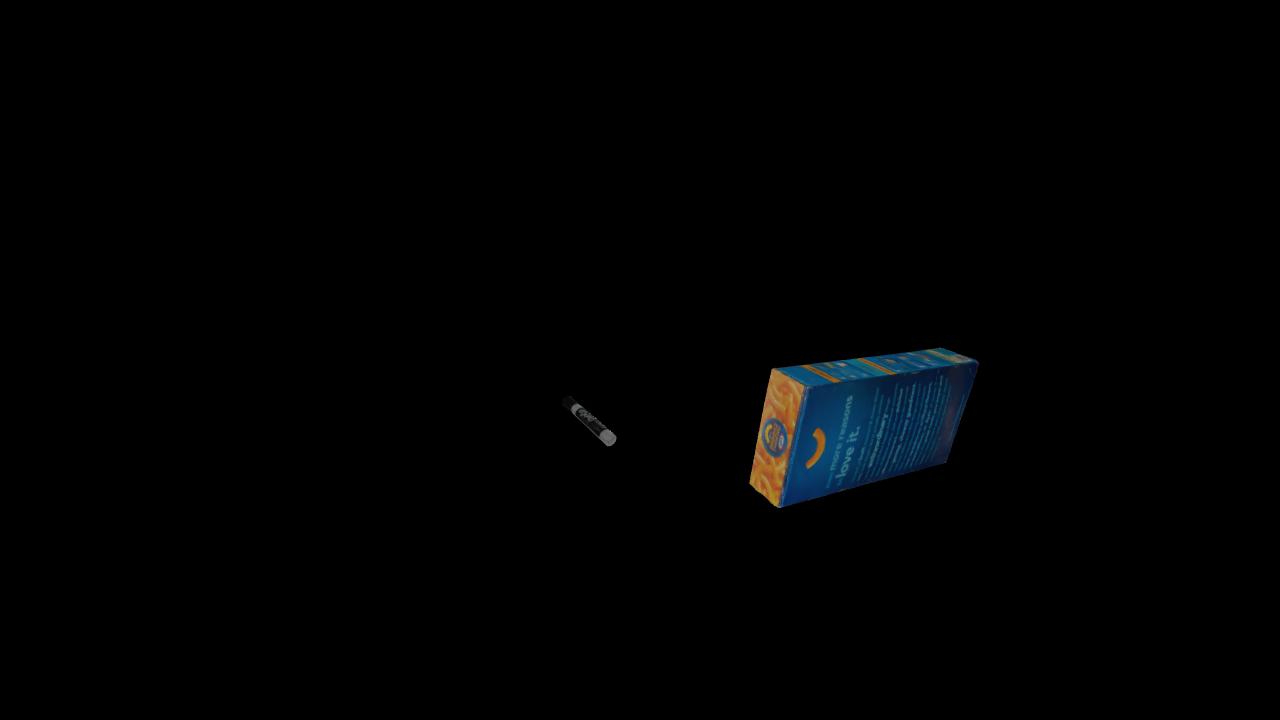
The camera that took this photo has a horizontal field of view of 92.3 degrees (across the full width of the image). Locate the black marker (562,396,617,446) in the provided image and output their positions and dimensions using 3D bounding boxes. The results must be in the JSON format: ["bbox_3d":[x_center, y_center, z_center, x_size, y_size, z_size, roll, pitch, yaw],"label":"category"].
[{"bbox_3d":[-0.075,0.084,0.874,0.020,0.020,0.121,0,25,-41],"label":"black marker"}]

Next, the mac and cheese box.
[{"bbox_3d":[0.169,0.045,0.455,0.184,0.093,0.041,-5,24,-30],"label":"mac and cheese box"}]
